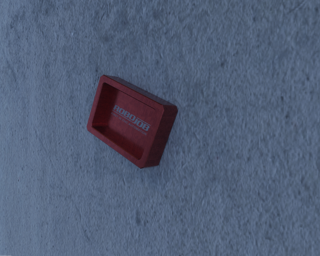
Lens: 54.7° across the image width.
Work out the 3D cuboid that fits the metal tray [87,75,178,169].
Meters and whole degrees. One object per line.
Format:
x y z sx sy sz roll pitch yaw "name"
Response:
-0.044 -0.012 0.435 0.130 0.030 0.089 30 108 35 "metal tray"
